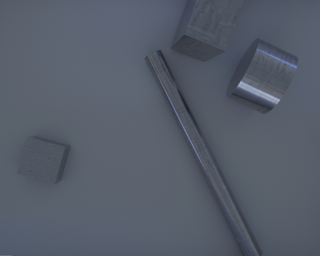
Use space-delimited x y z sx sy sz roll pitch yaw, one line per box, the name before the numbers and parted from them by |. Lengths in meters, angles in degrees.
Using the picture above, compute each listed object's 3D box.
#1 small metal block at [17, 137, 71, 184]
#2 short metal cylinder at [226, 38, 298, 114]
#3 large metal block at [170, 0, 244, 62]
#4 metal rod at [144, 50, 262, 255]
small metal block | -0.153 0.042 0.409 0.050 0.025 0.050 15 90 -1
short metal cylinder | 0.125 -0.064 0.386 0.050 0.080 0.080 25 90 0
large metal block | 0.057 -0.134 0.381 0.050 0.080 0.080 19 90 -10
metal rod | 0.058 0.036 0.412 0.025 0.025 0.299 -27 90 0
